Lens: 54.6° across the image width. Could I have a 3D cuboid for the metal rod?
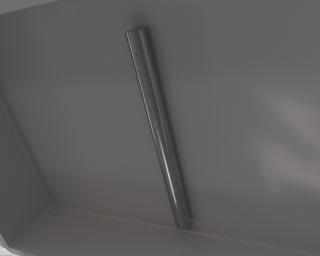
[{"bbox_3d":[0.004,0.019,0.418,0.025,0.025,0.298,1,119,28],"label":"metal rod"}]
